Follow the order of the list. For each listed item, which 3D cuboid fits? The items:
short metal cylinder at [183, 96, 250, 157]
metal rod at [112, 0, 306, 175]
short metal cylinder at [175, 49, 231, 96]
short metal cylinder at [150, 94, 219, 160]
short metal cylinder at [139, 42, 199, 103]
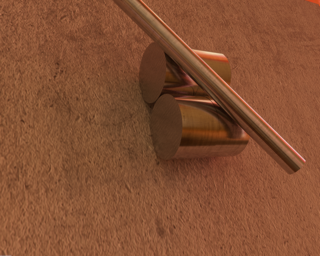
[{"bbox_3d":[0.073,-0.001,0.410,0.050,0.080,0.080,1,62,-28],"label":"short metal cylinder"},{"bbox_3d":[0.054,-0.061,0.368,0.300,0.025,0.025,45,51,3],"label":"metal rod"},{"bbox_3d":[0.056,-0.072,0.444,0.050,0.080,0.080,1,62,-28],"label":"short metal cylinder"},{"bbox_3d":[0.028,-0.001,0.386,0.050,0.080,0.080,1,62,-28],"label":"short metal cylinder"},{"bbox_3d":[0.011,-0.072,0.420,0.050,0.080,0.080,1,62,-28],"label":"short metal cylinder"}]
